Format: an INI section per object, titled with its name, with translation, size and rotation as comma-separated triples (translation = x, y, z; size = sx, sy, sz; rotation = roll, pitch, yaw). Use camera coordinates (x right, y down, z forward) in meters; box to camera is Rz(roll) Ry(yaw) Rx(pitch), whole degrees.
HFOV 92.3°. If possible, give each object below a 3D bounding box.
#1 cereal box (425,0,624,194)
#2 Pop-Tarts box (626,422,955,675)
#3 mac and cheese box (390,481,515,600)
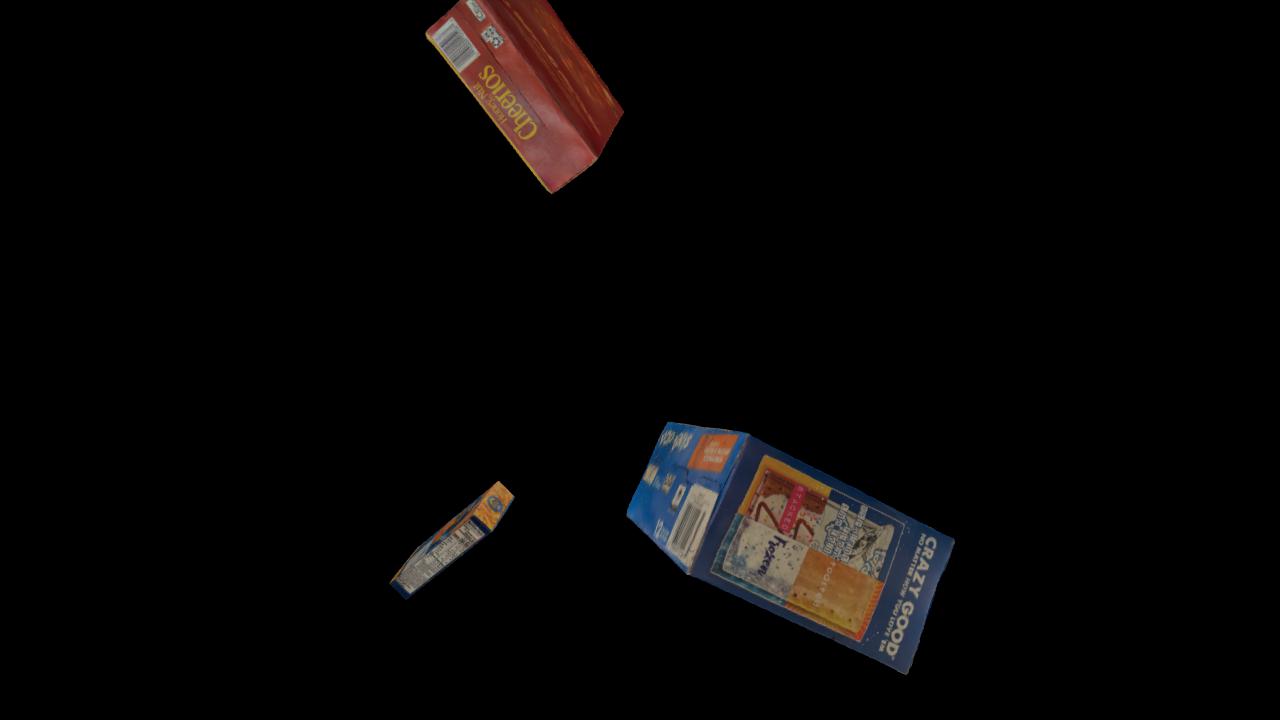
[cereal box]
translation = -0.119, -0.347, 0.765
size = 0.081, 0.203, 0.306
rotation = -31, 25, 20
[Pop-Tarts box]
translation = 0.083, 0.108, 0.405
size = 0.141, 0.083, 0.167
rotation = 28, -8, -9
[mac and cheese box]
translation = -0.263, 0.253, 0.866
size = 0.184, 0.041, 0.093
rotation = -40, 7, 17
